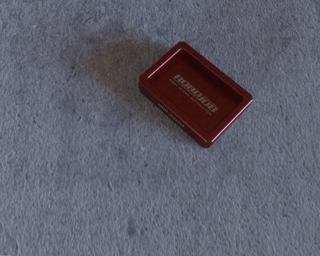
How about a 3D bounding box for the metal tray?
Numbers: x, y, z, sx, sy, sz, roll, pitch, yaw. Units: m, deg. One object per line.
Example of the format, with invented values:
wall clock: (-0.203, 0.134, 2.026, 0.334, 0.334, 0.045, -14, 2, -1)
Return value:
metal tray: (0.046, -0.047, 0.422, 0.130, 0.030, 0.090, 42, 75, 14)
